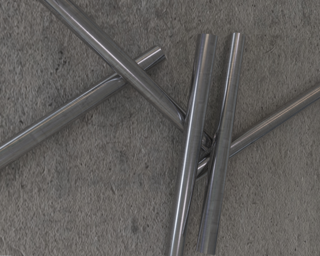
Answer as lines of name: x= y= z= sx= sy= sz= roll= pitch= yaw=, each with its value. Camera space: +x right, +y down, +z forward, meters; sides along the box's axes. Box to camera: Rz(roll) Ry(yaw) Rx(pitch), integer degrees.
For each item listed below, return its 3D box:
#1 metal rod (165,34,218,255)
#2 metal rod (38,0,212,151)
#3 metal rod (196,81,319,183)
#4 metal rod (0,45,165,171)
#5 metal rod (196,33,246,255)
metal rod: x=0.038 y=0.035 z=0.394 sx=0.025 sy=0.025 sz=0.298 roll=4 pitch=99 yaw=-20
metal rod: x=-0.035 y=-0.067 z=0.367 sx=0.300 sy=0.025 sz=0.025 roll=42 pitch=77 yaw=-26
metal rod: x=0.161 y=-0.004 z=0.468 sx=0.302 sy=0.025 sz=0.025 roll=-30 pitch=100 yaw=-18
metal rod: x=-0.117 y=-0.012 z=0.365 sx=0.301 sy=0.025 sz=0.025 roll=-37 pitch=102 yaw=-16
metal rod: x=0.084 y=0.011 z=0.417 sx=0.025 sy=0.025 sz=0.299 roll=16 pitch=77 yaw=-19
